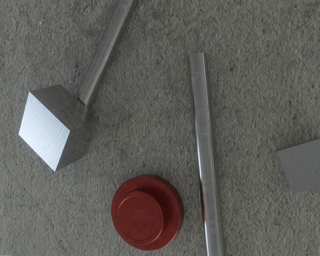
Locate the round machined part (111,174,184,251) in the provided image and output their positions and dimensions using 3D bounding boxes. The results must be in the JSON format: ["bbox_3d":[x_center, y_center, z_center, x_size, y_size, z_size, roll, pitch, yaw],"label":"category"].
[{"bbox_3d":[-0.021,0.113,0.406,0.098,0.042,0.097,0,90,19],"label":"round machined part"}]

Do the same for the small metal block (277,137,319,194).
[{"bbox_3d":[0.166,0.042,0.350,0.050,0.025,0.050,-20,84,18],"label":"small metal block"}]

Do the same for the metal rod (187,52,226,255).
[{"bbox_3d":[0.060,0.056,0.387,0.025,0.025,0.298,-6,88,19],"label":"metal rod"}]

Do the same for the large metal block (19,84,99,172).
[{"bbox_3d":[-0.142,-0.001,0.430,0.080,0.050,0.079,41,126,15],"label":"large metal block"}]

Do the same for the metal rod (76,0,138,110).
[{"bbox_3d":[-0.051,-0.159,0.425,0.025,0.025,0.298,28,99,17],"label":"metal rod"}]
